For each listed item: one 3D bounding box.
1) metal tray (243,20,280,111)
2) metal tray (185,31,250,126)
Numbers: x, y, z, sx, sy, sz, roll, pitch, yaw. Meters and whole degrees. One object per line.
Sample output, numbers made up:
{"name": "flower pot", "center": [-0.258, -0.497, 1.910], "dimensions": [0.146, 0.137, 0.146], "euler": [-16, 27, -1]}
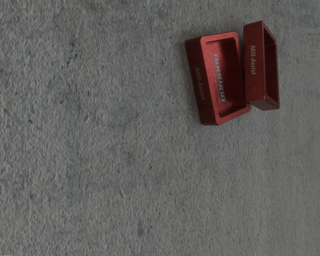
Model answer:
{"name": "metal tray", "center": [0.172, -0.101, 0.521], "dimensions": [0.090, 0.030, 0.129], "euler": [14, 75, -54]}
{"name": "metal tray", "center": [0.092, -0.077, 0.477], "dimensions": [0.091, 0.030, 0.129], "euler": [-22, 104, -38]}
